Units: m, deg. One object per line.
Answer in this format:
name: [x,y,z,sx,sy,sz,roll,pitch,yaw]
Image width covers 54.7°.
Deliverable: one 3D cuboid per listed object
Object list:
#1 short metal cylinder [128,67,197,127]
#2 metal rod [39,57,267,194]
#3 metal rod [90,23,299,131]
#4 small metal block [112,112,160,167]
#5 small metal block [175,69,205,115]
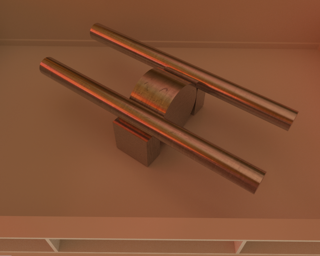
short metal cylinder: [0.004,-0.030,0.393,0.050,0.080,0.080,30,56,22]
metal rod: [-0.026,-0.015,0.352,0.300,0.025,0.025,29,56,22]
metal rod: [0.028,-0.075,0.402,0.300,0.025,0.025,29,56,22]
small metal block: [-0.028,0.013,0.376,0.050,0.050,0.025,30,56,22]
small metal block: [0.035,-0.053,0.431,0.050,0.050,0.025,30,56,22]
